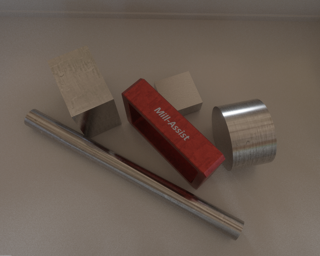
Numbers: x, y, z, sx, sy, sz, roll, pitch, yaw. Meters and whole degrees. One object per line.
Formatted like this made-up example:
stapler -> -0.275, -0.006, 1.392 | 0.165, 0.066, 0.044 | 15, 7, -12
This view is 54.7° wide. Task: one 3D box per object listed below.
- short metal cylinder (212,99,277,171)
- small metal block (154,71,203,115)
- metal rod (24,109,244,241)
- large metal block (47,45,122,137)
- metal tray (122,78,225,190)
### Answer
short metal cylinder -> 0.099, 0.008, 0.377 | 0.050, 0.080, 0.080 | -11, 71, -3
small metal block -> 0.024, -0.044, 0.423 | 0.050, 0.025, 0.050 | -19, 71, -7
metal rod -> -0.039, 0.054, 0.388 | 0.301, 0.025, 0.025 | 27, 72, 9
large metal block -> -0.092, -0.042, 0.393 | 0.050, 0.080, 0.080 | -25, 72, -9
metal tray -> 0.012, 0.010, 0.369 | 0.030, 0.090, 0.130 | -42, 76, -14
